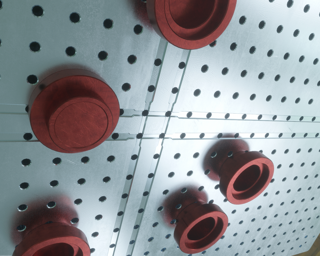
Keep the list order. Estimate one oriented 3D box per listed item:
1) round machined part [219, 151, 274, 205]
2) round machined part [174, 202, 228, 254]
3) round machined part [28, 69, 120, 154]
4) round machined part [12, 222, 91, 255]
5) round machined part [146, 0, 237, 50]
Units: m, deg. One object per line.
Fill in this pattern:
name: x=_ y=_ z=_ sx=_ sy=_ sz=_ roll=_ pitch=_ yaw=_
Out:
round machined part: x=0.142 y=0.080 z=0.530 sx=0.099 sy=0.042 sz=0.097 roll=-14 pitch=125 yaw=-21
round machined part: x=0.067 y=0.170 z=0.545 sx=0.099 sy=0.042 sz=0.097 roll=-14 pitch=125 yaw=-21
round machined part: x=-0.091 y=-0.012 z=0.344 sx=0.099 sy=0.042 sz=0.097 roll=-14 pitch=124 yaw=-21
round machined part: x=-0.149 y=0.170 z=0.425 sx=0.099 sy=0.042 sz=0.097 roll=-14 pitch=125 yaw=-21
round machined part: x=0.030 y=-0.138 z=0.333 sx=0.099 sy=0.042 sz=0.097 roll=-14 pitch=125 yaw=-21
